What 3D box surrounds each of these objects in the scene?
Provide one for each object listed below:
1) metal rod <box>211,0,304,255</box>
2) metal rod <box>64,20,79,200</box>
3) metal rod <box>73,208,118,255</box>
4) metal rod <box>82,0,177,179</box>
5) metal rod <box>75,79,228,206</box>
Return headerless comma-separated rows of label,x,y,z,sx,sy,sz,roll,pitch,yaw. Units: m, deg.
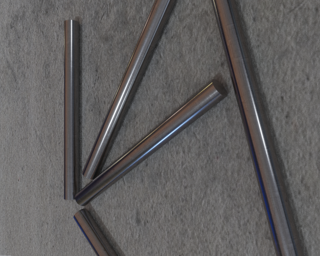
metal rod,0.099,-0.006,0.322,0.025,0.025,0.298,-19,78,38
metal rod,-0.150,-0.030,0.525,0.025,0.025,0.298,0,90,39
metal rod,-0.040,0.234,0.435,0.300,0.025,0.025,45,117,30
metal rod,-0.049,-0.051,0.443,0.025,0.025,0.298,40,114,32
metal rod,-0.030,0.035,0.427,0.299,0.025,0.025,-40,66,32
